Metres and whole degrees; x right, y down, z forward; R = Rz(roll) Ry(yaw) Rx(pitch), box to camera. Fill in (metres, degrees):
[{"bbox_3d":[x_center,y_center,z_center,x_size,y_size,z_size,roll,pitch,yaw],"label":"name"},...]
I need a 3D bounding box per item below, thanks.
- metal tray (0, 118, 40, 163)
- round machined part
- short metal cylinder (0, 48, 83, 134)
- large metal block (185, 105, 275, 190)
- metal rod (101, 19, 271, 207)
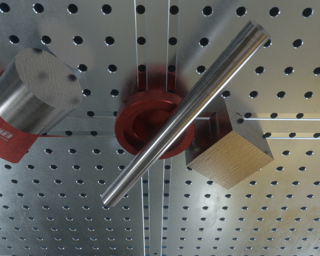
[{"bbox_3d":[-0.222,-0.015,0.393,0.130,0.030,0.090,32,123,-25],"label":"metal tray"},{"bbox_3d":[-0.006,-0.008,0.394,0.099,0.042,0.097,0,130,0],"label":"round machined part"},{"bbox_3d":[-0.134,-0.040,0.340,0.050,0.080,0.080,-35,122,26],"label":"short metal cylinder"},{"bbox_3d":[0.091,0.029,0.421,0.080,0.050,0.080,33,123,-25],"label":"large metal block"},{"bbox_3d":[0.010,0.005,0.360,0.025,0.025,0.298,26,125,-21],"label":"metal rod"}]
